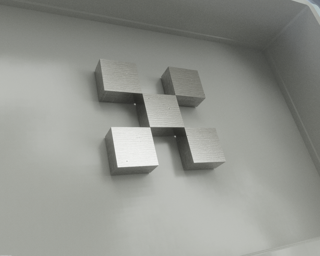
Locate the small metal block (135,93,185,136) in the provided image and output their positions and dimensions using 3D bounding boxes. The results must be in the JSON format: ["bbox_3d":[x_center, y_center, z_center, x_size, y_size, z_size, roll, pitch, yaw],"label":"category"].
[{"bbox_3d":[0.000,-0.017,0.413,0.050,0.025,0.050,0,62,-28],"label":"small metal block"}]

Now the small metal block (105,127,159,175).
[{"bbox_3d":[-0.034,0.027,0.368,0.050,0.025,0.050,1,61,-28],"label":"small metal block"}]

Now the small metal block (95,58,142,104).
[{"bbox_3d":[-0.056,-0.061,0.410,0.050,0.025,0.050,2,61,-28],"label":"small metal block"}]

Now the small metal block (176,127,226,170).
[{"bbox_3d":[0.054,0.027,0.415,0.050,0.025,0.050,1,61,-28],"label":"small metal block"}]

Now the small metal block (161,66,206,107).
[{"bbox_3d":[0.034,-0.060,0.457,0.050,0.025,0.050,2,61,-27],"label":"small metal block"}]
